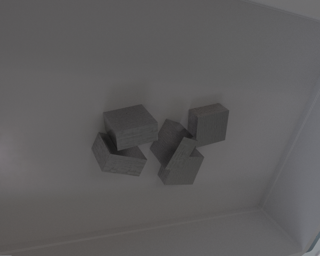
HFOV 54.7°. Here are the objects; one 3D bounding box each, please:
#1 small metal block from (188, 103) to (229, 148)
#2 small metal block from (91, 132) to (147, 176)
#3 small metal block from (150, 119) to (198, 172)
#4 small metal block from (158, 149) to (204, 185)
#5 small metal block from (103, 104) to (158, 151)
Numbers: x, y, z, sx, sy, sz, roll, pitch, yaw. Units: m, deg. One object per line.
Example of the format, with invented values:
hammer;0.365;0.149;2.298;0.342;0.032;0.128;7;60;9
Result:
small metal block;0.068;-0.004;0.443;0.050;0.025;0.050;-13;124;-21
small metal block;-0.051;0.033;0.384;0.050;0.050;0.025;14;111;-34
small metal block;0.017;0.023;0.416;0.025;0.050;0.050;18;109;-35
small metal block;0.031;0.057;0.460;0.050;0.025;0.050;5;116;-31
small metal block;-0.036;-0.002;0.371;0.050;0.050;0.025;-14;124;-21
